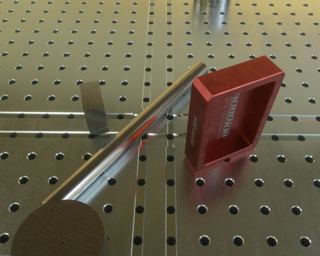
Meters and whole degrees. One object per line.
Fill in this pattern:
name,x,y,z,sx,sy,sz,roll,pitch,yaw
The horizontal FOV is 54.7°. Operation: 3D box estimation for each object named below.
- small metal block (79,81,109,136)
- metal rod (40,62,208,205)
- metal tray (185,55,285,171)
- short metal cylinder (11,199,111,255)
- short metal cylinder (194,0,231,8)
small metal block,-0.087,-0.026,0.413,0.025,0.050,0.050,-12,51,-10
metal rod,-0.027,-0.002,0.408,0.025,0.025,0.301,31,56,23
metal tray,0.078,-0.011,0.349,0.091,0.129,0.030,-20,53,-16
short metal cylinder,-0.090,0.116,0.293,0.081,0.050,0.080,0,50,0
short metal cylinder,0.111,-0.292,0.637,0.081,0.050,0.080,0,50,0
